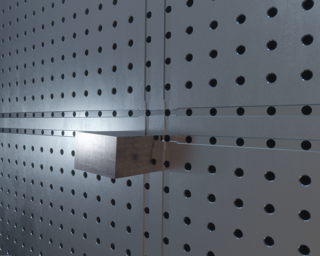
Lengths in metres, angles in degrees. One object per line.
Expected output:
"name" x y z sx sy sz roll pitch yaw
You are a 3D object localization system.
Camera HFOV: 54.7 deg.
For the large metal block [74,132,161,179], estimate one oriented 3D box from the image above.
"large metal block" -0.057 0.032 0.418 0.080 0.081 0.050 5 93 39
